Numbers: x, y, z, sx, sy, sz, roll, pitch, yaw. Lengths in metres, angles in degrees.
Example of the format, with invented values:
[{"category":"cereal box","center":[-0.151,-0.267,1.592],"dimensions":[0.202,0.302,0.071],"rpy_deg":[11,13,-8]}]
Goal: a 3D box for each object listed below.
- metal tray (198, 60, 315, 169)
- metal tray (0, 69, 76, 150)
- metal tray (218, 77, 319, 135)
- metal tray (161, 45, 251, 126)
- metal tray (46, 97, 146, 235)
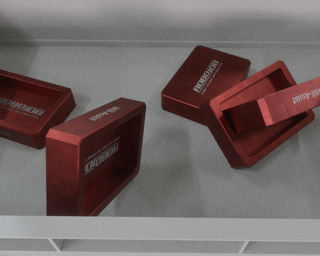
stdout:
[{"category":"metal tray","center":[0.124,-0.019,0.388],"dimensions":[0.131,0.030,0.090],"rpy_deg":[-30,90,-23]},{"category":"metal tray","center":[-0.196,-0.030,0.425],"dimensions":[0.130,0.030,0.090],"rpy_deg":[16,52,13]},{"category":"metal tray","center":[0.142,-0.028,0.374],"dimensions":[0.131,0.090,0.030],"rpy_deg":[-19,89,-25]},{"category":"metal tray","center":[0.070,-0.065,0.457],"dimensions":[0.090,0.030,0.130],"rpy_deg":[22,53,17]},{"category":"metal tray","center":[-0.056,0.028,0.303],"dimensions":[0.030,0.089,0.131],"rpy_deg":[13,21,17]}]
